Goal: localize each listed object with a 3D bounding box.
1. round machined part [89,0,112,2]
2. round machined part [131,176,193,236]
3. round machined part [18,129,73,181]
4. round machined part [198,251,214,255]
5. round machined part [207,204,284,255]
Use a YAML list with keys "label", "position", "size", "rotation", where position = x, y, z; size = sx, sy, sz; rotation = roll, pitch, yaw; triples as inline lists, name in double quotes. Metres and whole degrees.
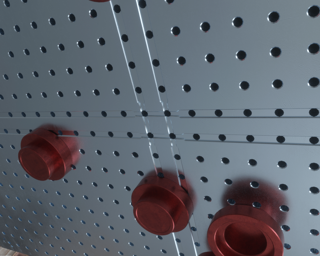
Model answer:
- label: "round machined part"
  position: [-0.059, -0.184, 0.316]
  size: [0.098, 0.042, 0.097]
  rotation: [15, 129, 20]
- label: "round machined part"
  position: [-0.002, 0.126, 0.480]
  size: [0.098, 0.042, 0.097]
  rotation: [13, 124, 21]
- label: "round machined part"
  position: [-0.207, 0.053, 0.543]
  size: [0.098, 0.042, 0.097]
  rotation: [13, 124, 21]
- label: "round machined part"
  position: [0.103, 0.222, 0.479]
  size: [0.098, 0.042, 0.097]
  rotation: [17, 132, 20]
- label: "round machined part"
  position: [0.118, 0.145, 0.424]
  size: [0.098, 0.042, 0.097]
  rotation: [10, 117, 21]
